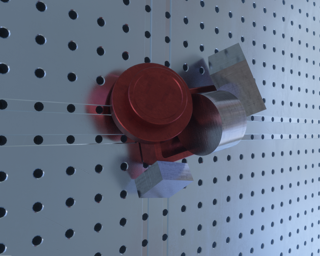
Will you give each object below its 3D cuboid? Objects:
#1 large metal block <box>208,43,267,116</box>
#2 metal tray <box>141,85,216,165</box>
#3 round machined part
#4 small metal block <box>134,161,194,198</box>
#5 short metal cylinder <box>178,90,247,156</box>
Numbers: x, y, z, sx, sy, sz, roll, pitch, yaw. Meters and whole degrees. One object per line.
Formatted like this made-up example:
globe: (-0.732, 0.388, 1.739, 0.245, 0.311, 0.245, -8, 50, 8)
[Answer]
large metal block: (0.111, -0.068, 0.456, 0.080, 0.050, 0.080, 59, 20, -24)
metal tray: (0.031, -0.007, 0.429, 0.131, 0.030, 0.089, -15, 100, -39)
round machined part: (-0.007, -0.032, 0.363, 0.099, 0.042, 0.098, 4, 75, -15)
small metal block: (0.005, 0.066, 0.390, 0.050, 0.050, 0.025, 10, 50, -39)
short metal cylinder: (0.065, -0.008, 0.407, 0.050, 0.080, 0.079, -12, 98, -40)
